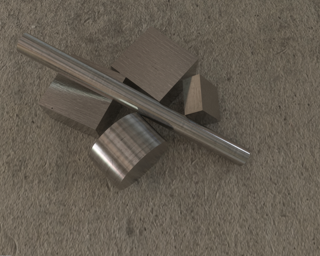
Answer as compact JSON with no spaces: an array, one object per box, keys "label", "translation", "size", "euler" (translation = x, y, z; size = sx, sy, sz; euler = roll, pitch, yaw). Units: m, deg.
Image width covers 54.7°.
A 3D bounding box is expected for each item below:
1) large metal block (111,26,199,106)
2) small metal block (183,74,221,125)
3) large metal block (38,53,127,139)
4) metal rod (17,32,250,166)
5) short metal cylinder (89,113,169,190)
[{"label":"large metal block","translation":[-0.006,-0.077,0.421],"size":[0.080,0.050,0.080],"euler":[38,74,12]},{"label":"small metal block","translation":[0.055,-0.036,0.407],"size":[0.025,0.050,0.050],"euler":[-15,66,33]},{"label":"large metal block","translation":[-0.096,-0.039,0.410],"size":[0.080,0.050,0.080],"euler":[24,72,8]},{"label":"metal rod","translation":[-0.025,-0.030,0.377],"size":[0.301,0.025,0.025],"euler":[27,72,-8]},{"label":"short metal cylinder","translation":[-0.036,0.028,0.369],"size":[0.080,0.080,0.050],"euler":[-42,76,-14]}]
